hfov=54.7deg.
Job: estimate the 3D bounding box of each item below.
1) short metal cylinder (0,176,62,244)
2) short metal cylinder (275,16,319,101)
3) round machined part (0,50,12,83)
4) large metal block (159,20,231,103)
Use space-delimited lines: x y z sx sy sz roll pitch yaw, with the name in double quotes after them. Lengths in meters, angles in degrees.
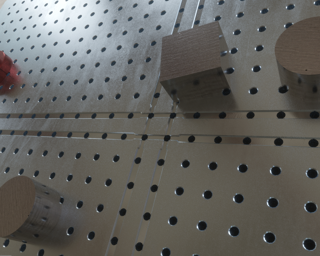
-0.183 0.111 0.420 0.080 0.050 0.080 -13 56 21 "short metal cylinder"
0.175 -0.077 0.348 0.080 0.050 0.080 -13 56 21 "short metal cylinder"
-0.380 -0.133 0.679 0.098 0.042 0.098 -13 56 21 "round machined part"
0.048 -0.089 0.421 0.080 0.050 0.080 -11 57 22 "large metal block"
